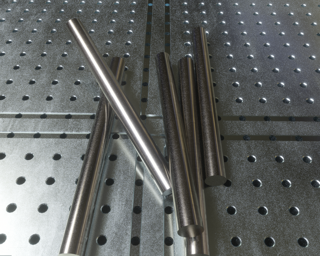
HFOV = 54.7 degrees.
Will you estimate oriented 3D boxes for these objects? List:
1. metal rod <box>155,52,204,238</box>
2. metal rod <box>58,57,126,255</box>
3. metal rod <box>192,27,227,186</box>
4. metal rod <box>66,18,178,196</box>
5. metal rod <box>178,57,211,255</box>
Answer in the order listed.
[{"bbox_3d":[0.017,-0.008,0.395,0.025,0.025,0.300,-3,44,-3],"label":"metal rod"},{"bbox_3d":[-0.077,0.011,0.397,0.025,0.025,0.300,3,50,2],"label":"metal rod"},{"bbox_3d":[0.066,-0.054,0.453,0.025,0.025,0.300,1,50,0],"label":"metal rod"},{"bbox_3d":[-0.060,-0.044,0.413,0.025,0.025,0.299,-23,63,-19],"label":"metal rod"},{"bbox_3d":[0.039,0.012,0.398,0.025,0.025,0.300,1,50,0],"label":"metal rod"}]
